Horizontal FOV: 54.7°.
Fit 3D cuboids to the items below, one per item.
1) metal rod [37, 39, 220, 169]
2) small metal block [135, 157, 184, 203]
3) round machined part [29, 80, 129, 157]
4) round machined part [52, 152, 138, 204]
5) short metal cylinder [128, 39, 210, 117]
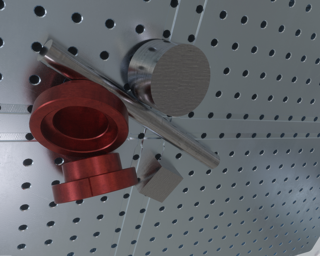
[{"bbox_3d":[-0.014,-0.012,0.396,0.301,0.025,0.025,33,100,-39],"label":"metal rod"},{"bbox_3d":[-0.002,0.077,0.458,0.050,0.025,0.050,34,99,-39],"label":"small metal block"},{"bbox_3d":[-0.083,-0.013,0.330,0.099,0.042,0.097,-4,141,-3],"label":"round machined part"},{"bbox_3d":[-0.078,0.057,0.370,0.099,0.098,0.042,-10,83,-23],"label":"round machined part"},{"bbox_3d":[0.011,-0.058,0.355,0.081,0.050,0.079,-14,116,-30],"label":"short metal cylinder"}]
